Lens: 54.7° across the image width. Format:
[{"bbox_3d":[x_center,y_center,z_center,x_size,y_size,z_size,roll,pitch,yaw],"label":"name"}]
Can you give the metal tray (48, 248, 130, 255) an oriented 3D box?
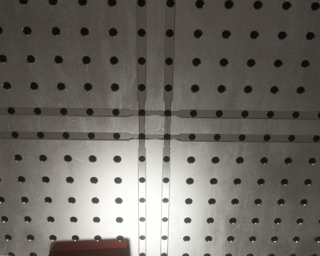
[{"bbox_3d":[-0.112,0.242,0.498,0.131,0.030,0.089,-3,110,0],"label":"metal tray"}]
